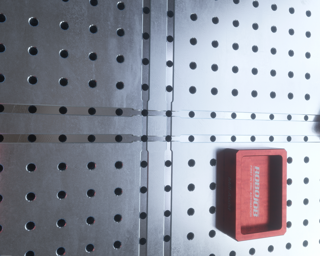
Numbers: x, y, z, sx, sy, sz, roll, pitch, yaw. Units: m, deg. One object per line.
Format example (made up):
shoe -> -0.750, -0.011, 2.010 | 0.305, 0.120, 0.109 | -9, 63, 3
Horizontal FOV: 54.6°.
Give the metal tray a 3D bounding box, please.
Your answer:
metal tray -> 0.143, 0.095, 0.462 | 0.091, 0.030, 0.129 | 0, 90, -20
